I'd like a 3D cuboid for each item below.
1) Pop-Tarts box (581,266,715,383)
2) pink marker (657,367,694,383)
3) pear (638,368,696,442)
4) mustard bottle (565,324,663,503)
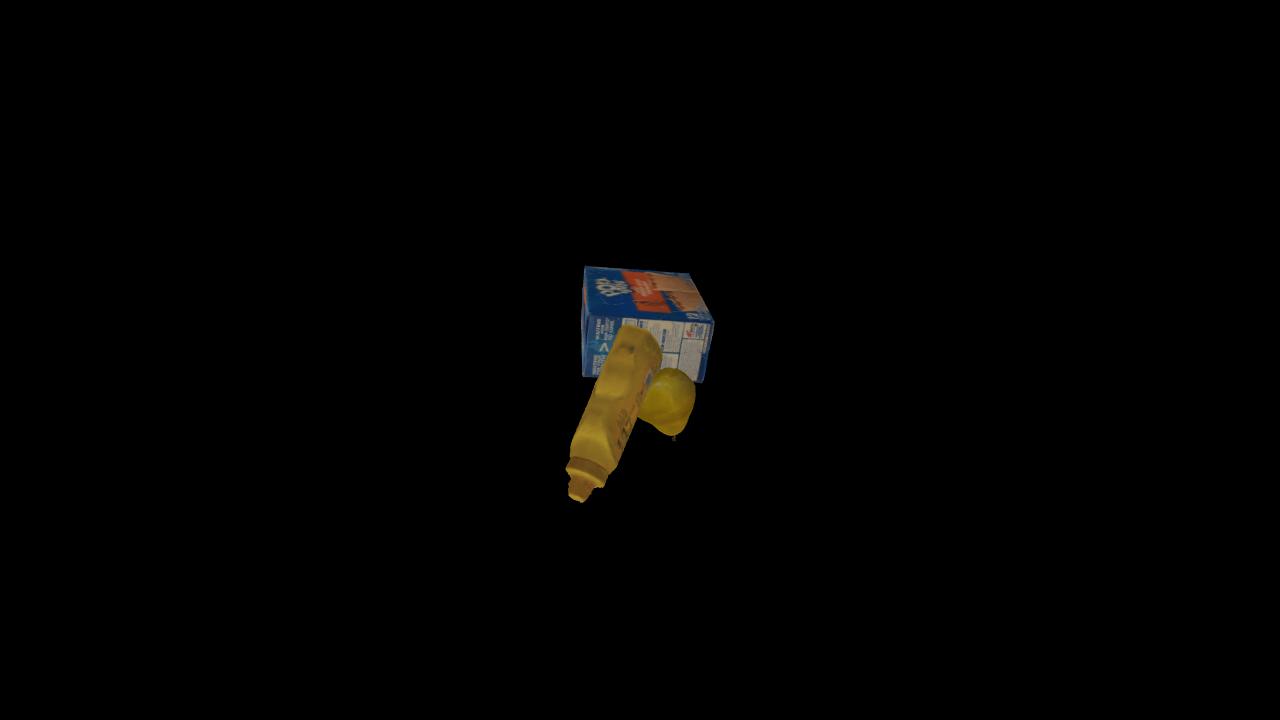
[{"bbox_3d":[0.001,-0.048,0.746,0.141,0.083,0.167,3,26,-7],"label":"Pop-Tarts box"},{"bbox_3d":[0.002,0.031,0.743,0.020,0.020,0.121,0,-20,34],"label":"pink marker"},{"bbox_3d":[0.034,0.057,0.717,0.080,0.111,0.080,-22,30,13],"label":"pear"},{"bbox_3d":[-0.030,0.060,0.636,0.054,0.184,0.092,18,-26,9],"label":"mustard bottle"}]
